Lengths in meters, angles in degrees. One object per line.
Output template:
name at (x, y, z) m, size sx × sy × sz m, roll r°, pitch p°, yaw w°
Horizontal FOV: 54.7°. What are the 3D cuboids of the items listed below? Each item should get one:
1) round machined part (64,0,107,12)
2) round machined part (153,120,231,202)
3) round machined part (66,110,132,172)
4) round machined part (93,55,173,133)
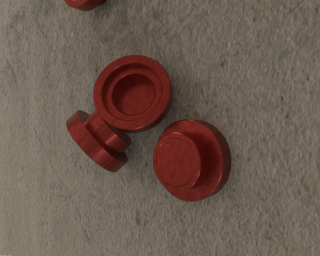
round machined part at (-0.108, -0.231, 0.480) m, size 0.098 × 0.042 × 0.097 m, roll 0°, pitch 90°, yaw 39°
round machined part at (0.030, 0.039, 0.367) m, size 0.098 × 0.042 × 0.097 m, roll 0°, pitch 90°, yaw 39°
round machined part at (-0.077, 0.011, 0.425) m, size 0.042 × 0.098 × 0.098 m, roll -42°, pitch 62°, yaw 4°
round machined part at (-0.032, -0.041, 0.399) m, size 0.098 × 0.042 × 0.098 m, roll -2°, pitch 76°, yaw 9°
